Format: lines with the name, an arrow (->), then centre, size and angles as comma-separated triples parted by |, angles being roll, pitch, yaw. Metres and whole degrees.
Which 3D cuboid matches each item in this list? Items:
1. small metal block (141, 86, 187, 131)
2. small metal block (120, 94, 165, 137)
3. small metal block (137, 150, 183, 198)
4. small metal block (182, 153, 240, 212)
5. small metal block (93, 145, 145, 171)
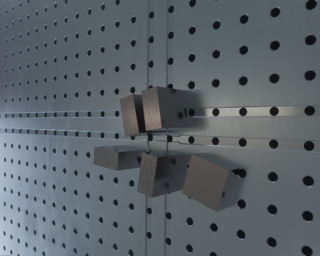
small metal block -> 0.006, -0.023, 0.389 | 0.025, 0.050, 0.050 | -11, 83, 39
small metal block -> -0.023, -0.016, 0.413 | 0.025, 0.050, 0.050 | -16, 80, 39
small metal block -> 0.000, 0.056, 0.394 | 0.025, 0.050, 0.050 | 13, 99, 39
small metal block -> 0.058, 0.062, 0.362 | 0.050, 0.025, 0.050 | 22, 104, 38
small metal block -> -0.058, 0.041, 0.443 | 0.050, 0.050, 0.025 | 7, 95, 40
